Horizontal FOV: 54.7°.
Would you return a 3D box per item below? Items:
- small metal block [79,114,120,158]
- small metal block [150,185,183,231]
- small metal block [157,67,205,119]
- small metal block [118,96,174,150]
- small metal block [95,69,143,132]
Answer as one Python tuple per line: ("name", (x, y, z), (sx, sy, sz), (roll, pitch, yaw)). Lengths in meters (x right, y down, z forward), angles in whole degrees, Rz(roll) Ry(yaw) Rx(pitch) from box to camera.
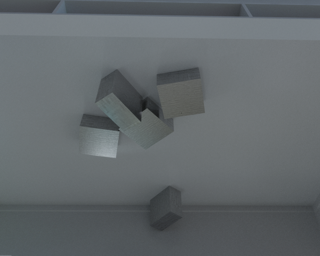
("small metal block", (-0.081, 0.012, 0.418), (0.050, 0.025, 0.050), (8, 130, -7))
("small metal block", (0.009, 0.131, 0.504), (0.025, 0.050, 0.050), (32, 123, -25))
("small metal block", (0.026, -0.041, 0.374), (0.050, 0.025, 0.050), (-9, 130, 6))
("small metal block", (-0.018, -0.005, 0.405), (0.050, 0.025, 0.050), (-34, 123, 25))
("small metal block", (-0.046, -0.033, 0.364), (0.025, 0.050, 0.050), (-28, 125, 21))
